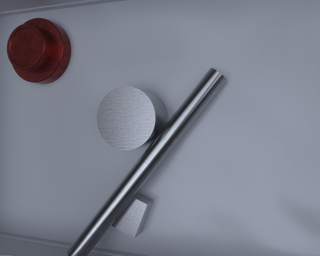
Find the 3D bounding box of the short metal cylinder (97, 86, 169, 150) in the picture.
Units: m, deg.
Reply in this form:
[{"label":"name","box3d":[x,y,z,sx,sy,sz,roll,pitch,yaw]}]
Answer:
[{"label":"short metal cylinder","box3d":[-0.035,-0.012,0.409,0.080,0.050,0.079,0,90,19]}]

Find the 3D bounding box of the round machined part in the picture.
[{"label":"round machined part","box3d":[-0.188,-0.117,0.466,0.098,0.042,0.097,0,90,19]}]

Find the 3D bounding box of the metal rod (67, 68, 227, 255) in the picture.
[{"label":"metal rod","box3d":[-0.019,0.050,0.396,0.025,0.025,0.299,39,94,15]}]

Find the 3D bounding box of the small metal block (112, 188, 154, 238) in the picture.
[{"label":"small metal block","box3d":[-0.043,0.113,0.425,0.050,0.025,0.050,22,97,18]}]
